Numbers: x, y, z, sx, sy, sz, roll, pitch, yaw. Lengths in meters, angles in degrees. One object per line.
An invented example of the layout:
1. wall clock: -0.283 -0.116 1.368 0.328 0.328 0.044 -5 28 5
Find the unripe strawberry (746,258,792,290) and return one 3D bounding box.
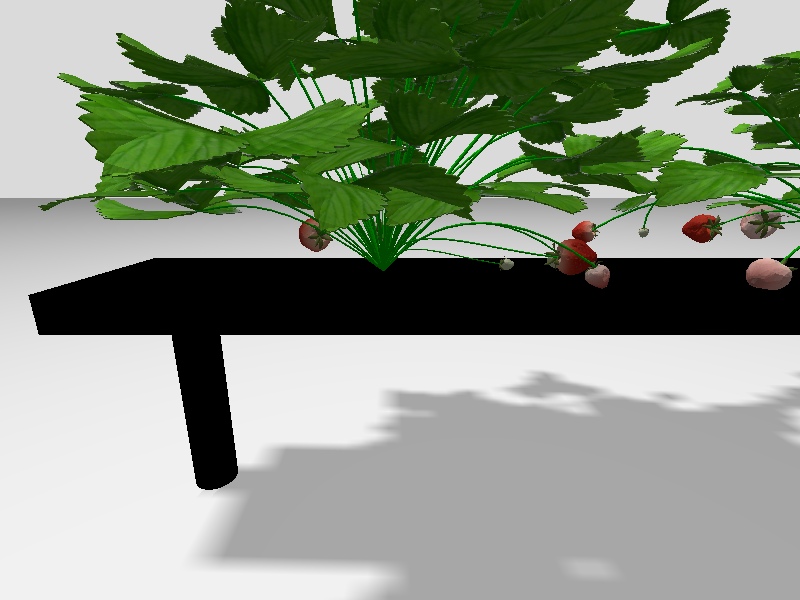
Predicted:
1. unripe strawberry: 0.261 -0.018 0.286 0.025 0.022 0.025 -23 22 -15

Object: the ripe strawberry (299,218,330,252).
1. ripe strawberry: -0.102 -0.077 0.470 0.037 0.039 0.040 -11 19 -34

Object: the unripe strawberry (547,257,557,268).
1. unripe strawberry: 0.142 -0.036 0.365 0.014 0.014 0.013 -9 16 -2

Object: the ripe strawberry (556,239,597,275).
1. ripe strawberry: 0.147 -0.036 0.333 0.031 0.030 0.034 2 16 6

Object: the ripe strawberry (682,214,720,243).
1. ripe strawberry: 0.392 -0.093 0.524 0.041 0.036 0.037 -4 10 -13

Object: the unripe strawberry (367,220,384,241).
1. unripe strawberry: -0.026 -0.088 0.516 0.034 0.030 0.031 -1 15 -4

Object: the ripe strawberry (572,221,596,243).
1. ripe strawberry: 0.246 -0.091 0.538 0.027 0.029 0.029 -15 8 -42

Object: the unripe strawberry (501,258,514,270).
1. unripe strawberry: 0.095 -0.032 0.357 0.012 0.010 0.012 0 16 -1

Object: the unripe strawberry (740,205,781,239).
1. unripe strawberry: 0.506 -0.111 0.565 0.042 0.048 0.046 5 16 17

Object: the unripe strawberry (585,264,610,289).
1. unripe strawberry: 0.145 -0.017 0.293 0.017 0.017 0.019 -29 2 26

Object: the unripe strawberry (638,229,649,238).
1. unripe strawberry: 0.313 -0.086 0.516 0.011 0.011 0.011 -11 19 -34
